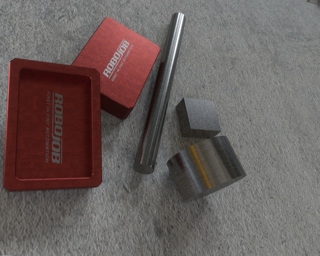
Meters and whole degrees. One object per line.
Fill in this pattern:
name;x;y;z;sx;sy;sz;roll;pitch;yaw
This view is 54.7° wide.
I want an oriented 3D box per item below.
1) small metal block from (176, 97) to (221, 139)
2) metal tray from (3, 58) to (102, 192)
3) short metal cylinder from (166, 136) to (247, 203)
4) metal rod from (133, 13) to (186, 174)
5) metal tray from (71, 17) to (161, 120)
small metal block;0.054;-0.013;0.443;0.050;0.025;0.050;5;60;-26
metal tray;-0.110;-0.002;0.322;0.091;0.030;0.129;3;75;-27
short metal cylinder;0.054;0.050;0.369;0.081;0.080;0.050;-11;68;-33
metal rod;0.006;-0.071;0.451;0.025;0.025;0.300;23;53;-15
metal tray;-0.061;-0.084;0.421;0.090;0.030;0.130;28;52;-11
